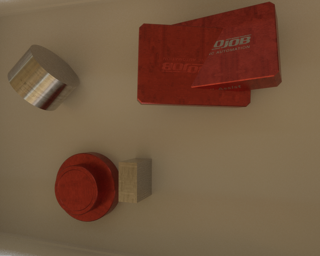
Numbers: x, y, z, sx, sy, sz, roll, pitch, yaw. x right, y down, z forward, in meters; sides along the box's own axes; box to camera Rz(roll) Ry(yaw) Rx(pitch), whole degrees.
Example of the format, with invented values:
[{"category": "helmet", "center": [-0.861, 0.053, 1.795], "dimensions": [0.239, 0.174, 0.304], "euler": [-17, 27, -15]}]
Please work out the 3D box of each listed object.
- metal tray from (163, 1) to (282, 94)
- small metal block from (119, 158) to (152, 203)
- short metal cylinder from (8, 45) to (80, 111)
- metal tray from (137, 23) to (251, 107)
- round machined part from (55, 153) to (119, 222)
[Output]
[{"category": "metal tray", "center": [0.070, -0.087, 0.364], "dimensions": [0.130, 0.030, 0.090], "euler": [-5, 72, 25]}, {"category": "small metal block", "center": [-0.032, 0.067, 0.407], "dimensions": [0.025, 0.050, 0.050], "euler": [0, 90, 20]}, {"category": "short metal cylinder", "center": [-0.162, -0.070, 0.437], "dimensions": [0.050, 0.080, 0.080], "euler": [-43, 77, 15]}, {"category": "metal tray", "center": [0.040, -0.071, 0.366], "dimensions": [0.131, 0.030, 0.089], "euler": [1, 91, -5]}, {"category": "round machined part", "center": [-0.108, 0.084, 0.438], "dimensions": [0.098, 0.042, 0.097], "euler": [0, 90, 19]}]
